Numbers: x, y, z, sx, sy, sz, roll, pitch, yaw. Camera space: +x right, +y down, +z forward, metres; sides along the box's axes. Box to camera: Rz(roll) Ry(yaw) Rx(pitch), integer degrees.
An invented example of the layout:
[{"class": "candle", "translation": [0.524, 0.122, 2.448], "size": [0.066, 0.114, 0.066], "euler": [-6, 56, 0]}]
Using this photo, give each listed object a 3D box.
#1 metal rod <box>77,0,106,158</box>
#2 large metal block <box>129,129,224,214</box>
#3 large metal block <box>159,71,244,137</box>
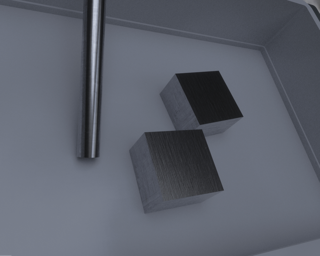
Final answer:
[{"class": "metal rod", "translation": [-0.075, -0.117, 0.350], "size": [0.025, 0.025, 0.298], "euler": [3, 89, -27]}, {"class": "large metal block", "translation": [0.018, 0.050, 0.370], "size": [0.081, 0.050, 0.080], "euler": [-3, 63, -30]}, {"class": "large metal block", "translation": [0.058, -0.033, 0.443], "size": [0.081, 0.050, 0.080], "euler": [-10, 67, -33]}]
